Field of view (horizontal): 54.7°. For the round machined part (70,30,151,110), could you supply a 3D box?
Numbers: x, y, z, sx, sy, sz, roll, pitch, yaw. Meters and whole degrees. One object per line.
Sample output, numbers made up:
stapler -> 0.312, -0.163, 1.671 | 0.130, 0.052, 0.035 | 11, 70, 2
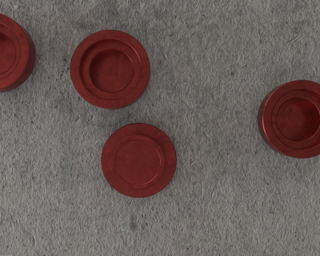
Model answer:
round machined part -> -0.061, -0.072, 0.401 | 0.099, 0.042, 0.097 | 0, 90, 0

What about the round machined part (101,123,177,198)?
round machined part -> -0.027, 0.042, 0.401 | 0.099, 0.042, 0.097 | 0, 90, 0

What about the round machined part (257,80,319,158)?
round machined part -> 0.175, -0.011, 0.403 | 0.099, 0.042, 0.097 | 0, 90, 0

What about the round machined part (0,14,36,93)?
round machined part -> -0.209, -0.094, 0.400 | 0.099, 0.042, 0.097 | 0, 90, 0
